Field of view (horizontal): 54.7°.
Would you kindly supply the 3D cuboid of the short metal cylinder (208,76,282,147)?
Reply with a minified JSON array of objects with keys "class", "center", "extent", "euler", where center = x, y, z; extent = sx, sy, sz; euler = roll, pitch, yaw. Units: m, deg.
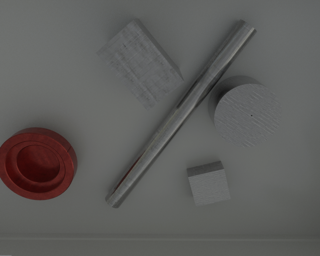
[{"class":"short metal cylinder","center":[0.105,-0.022,0.391],"extent":[0.081,0.050,0.079],"euler":[0,110,-1]}]

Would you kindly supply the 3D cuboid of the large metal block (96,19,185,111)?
[{"class":"large metal block","center":[-0.020,-0.076,0.354],"extent":[0.050,0.080,0.080],"euler":[-38,106,12]}]

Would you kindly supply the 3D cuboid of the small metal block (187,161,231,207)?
[{"class":"small metal block","center":[0.069,0.080,0.442],"extent":[0.050,0.025,0.050],"euler":[-14,110,4]}]

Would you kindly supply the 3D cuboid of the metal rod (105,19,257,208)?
[{"class":"metal rod","center":[0.018,-0.007,0.408],"extent":[0.025,0.025,0.299],"euler":[34,106,-12]}]

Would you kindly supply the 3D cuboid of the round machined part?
[{"class":"round machined part","center":[-0.160,0.044,0.416],"extent":[0.099,0.042,0.097],"euler":[0,110,-1]}]
